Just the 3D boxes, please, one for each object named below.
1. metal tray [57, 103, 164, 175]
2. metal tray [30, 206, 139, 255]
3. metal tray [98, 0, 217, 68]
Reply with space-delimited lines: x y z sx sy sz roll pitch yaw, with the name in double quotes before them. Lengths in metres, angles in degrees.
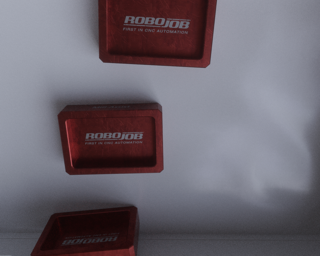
"metal tray" -0.062 0.015 0.413 0.131 0.030 0.089 -1 110 0
"metal tray" -0.097 0.152 0.431 0.131 0.090 0.030 -5 110 1
"metal tray" -0.004 -0.121 0.363 0.131 0.030 0.089 3 110 -2
